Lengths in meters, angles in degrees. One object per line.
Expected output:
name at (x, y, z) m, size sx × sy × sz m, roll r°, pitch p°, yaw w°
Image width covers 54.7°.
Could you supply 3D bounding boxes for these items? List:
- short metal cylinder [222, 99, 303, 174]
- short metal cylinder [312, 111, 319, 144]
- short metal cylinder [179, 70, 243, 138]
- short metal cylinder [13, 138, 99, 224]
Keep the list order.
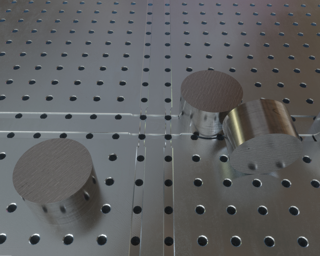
short metal cylinder at (0.118, 0.012, 0.364) m, size 0.081 × 0.080 × 0.050 m, roll -2°, pitch 50°, yaw -2°
short metal cylinder at (0.248, -0.007, 0.400) m, size 0.081 × 0.050 × 0.080 m, roll 0°, pitch 50°, yaw 0°
short metal cylinder at (0.067, -0.033, 0.420) m, size 0.081 × 0.050 × 0.080 m, roll 0°, pitch 50°, yaw 0°
short metal cylinder at (-0.111, 0.058, 0.341) m, size 0.081 × 0.050 × 0.080 m, roll 0°, pitch 50°, yaw 0°
